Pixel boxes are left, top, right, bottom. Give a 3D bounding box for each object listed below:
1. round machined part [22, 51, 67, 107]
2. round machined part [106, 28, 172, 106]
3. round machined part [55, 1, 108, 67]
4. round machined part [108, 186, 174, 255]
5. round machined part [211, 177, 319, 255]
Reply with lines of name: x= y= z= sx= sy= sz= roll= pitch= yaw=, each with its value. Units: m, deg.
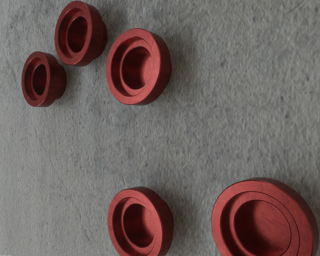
round machined part: x=-0.206 y=-0.086 z=0.561 sx=0.098 sy=0.042 sz=0.097 roll=0 pitch=90 yaw=39
round machined part: x=-0.024 y=-0.078 z=0.411 sx=0.098 sy=0.042 sz=0.097 roll=0 pitch=90 yaw=39
round machined part: x=-0.121 y=-0.146 z=0.491 sx=0.098 sy=0.042 sz=0.097 roll=0 pitch=90 yaw=39
round machined part: x=-0.021 y=0.126 z=0.409 sx=0.098 sy=0.042 sz=0.097 roll=0 pitch=90 yaw=39
round machined part: x=0.104 y=0.098 z=0.307 sx=0.098 sy=0.042 sz=0.097 roll=0 pitch=90 yaw=39
